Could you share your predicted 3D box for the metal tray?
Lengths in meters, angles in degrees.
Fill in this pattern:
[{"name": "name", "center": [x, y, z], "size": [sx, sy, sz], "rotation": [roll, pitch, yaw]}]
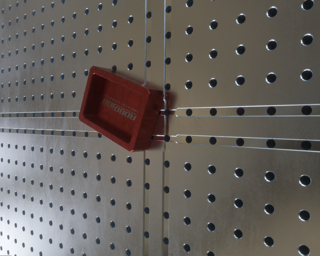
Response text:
[{"name": "metal tray", "center": [-0.062, -0.031, 0.454], "size": [0.130, 0.030, 0.089], "rotation": [27, 107, 36]}]
